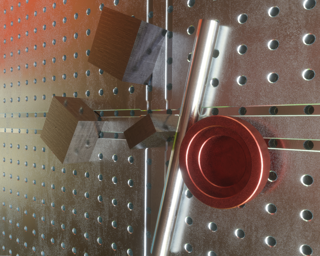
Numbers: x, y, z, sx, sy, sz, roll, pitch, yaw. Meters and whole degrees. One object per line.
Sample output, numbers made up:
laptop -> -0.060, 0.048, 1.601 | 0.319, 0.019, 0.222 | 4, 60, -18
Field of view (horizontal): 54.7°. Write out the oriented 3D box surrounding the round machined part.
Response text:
round machined part -> 0.073, 0.035, 0.339 | 0.098, 0.042, 0.097 | 0, 90, 40

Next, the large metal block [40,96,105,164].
large metal block -> -0.147, 0.002, 0.515 | 0.080, 0.050, 0.079 | 39, 114, 33

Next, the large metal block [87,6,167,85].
large metal block -> -0.047, -0.114, 0.432 | 0.080, 0.050, 0.079 | 33, 110, 35

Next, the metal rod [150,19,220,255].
metal rod -> 0.029, 0.020, 0.385 | 0.025, 0.025, 0.298 | 19, 102, 38

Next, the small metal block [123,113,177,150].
small metal block -> -0.010, 0.005, 0.401 | 0.050, 0.050, 0.025 | -34, 69, 35
